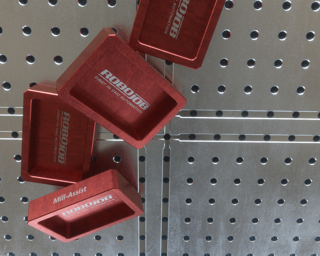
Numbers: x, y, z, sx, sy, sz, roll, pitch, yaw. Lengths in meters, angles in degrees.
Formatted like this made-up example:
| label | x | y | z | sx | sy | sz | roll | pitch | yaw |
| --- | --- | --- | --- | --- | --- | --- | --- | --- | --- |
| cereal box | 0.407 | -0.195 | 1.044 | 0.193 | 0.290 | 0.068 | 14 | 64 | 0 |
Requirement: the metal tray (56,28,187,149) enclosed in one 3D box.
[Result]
| label | x | y | z | sx | sy | sz | roll | pitch | yaw |
| --- | --- | --- | --- | --- | --- | --- | --- | --- | --- |
| metal tray | -0.042 | -0.041 | 0.367 | 0.090 | 0.030 | 0.130 | -45 | 126 | 10 |

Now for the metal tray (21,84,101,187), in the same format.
| label | x | y | z | sx | sy | sz | roll | pitch | yaw |
| --- | --- | --- | --- | --- | --- | --- | --- | --- | --- |
| metal tray | -0.133 | 0.014 | 0.414 | 0.091 | 0.030 | 0.129 | 10 | 110 | -4 |

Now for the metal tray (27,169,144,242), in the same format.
| label | x | y | z | sx | sy | sz | roll | pitch | yaw |
| --- | --- | --- | --- | --- | --- | --- | --- | --- | --- |
| metal tray | -0.100 | 0.111 | 0.428 | 0.130 | 0.030 | 0.090 | -22 | 139 | 7 |

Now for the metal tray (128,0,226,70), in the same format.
| label | x | y | z | sx | sy | sz | roll | pitch | yaw |
| --- | --- | --- | --- | --- | --- | --- | --- | --- | --- |
| metal tray | 0.024 | -0.143 | 0.358 | 0.091 | 0.030 | 0.129 | 17 | 109 | -7 |
